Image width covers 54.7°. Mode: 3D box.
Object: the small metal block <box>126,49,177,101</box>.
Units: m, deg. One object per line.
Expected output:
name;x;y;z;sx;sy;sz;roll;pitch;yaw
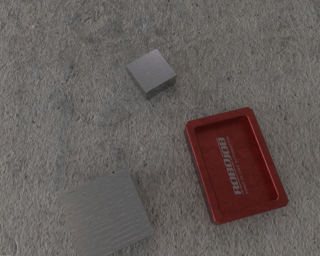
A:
small metal block;-0.012;-0.075;0.435;0.050;0.025;0.050;-32;73;-11

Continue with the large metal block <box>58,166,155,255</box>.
large metal block;-0.059;0.101;0.357;0.080;0.050;0.080;-23;72;-8

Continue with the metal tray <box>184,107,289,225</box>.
metal tray;0.091;0.046;0.389;0.091;0.030;0.130;-14;71;-5
